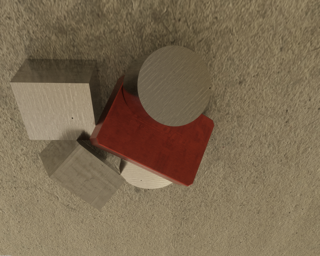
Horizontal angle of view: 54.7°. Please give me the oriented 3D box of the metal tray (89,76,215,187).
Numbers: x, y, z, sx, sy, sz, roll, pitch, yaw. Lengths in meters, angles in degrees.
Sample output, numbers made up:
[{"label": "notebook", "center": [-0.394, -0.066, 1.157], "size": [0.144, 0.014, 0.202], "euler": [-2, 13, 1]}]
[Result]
[{"label": "metal tray", "center": [-0.005, 0.004, 0.371], "size": [0.131, 0.090, 0.030], "euler": [29, 164, -22]}]

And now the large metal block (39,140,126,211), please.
[{"label": "large metal block", "center": [-0.103, 0.051, 0.406], "size": [0.050, 0.080, 0.080], "euler": [-50, 122, -7]}]

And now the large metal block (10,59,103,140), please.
[{"label": "large metal block", "center": [-0.114, -0.032, 0.361], "size": [0.081, 0.050, 0.079], "euler": [1, 130, -1]}]

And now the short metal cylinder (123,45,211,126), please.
[{"label": "short metal cylinder", "center": [0.006, -0.043, 0.330], "size": [0.081, 0.050, 0.079], "euler": [-2, 95, -23]}]

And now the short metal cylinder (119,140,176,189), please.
[{"label": "short metal cylinder", "center": [-0.013, 0.039, 0.426], "size": [0.081, 0.050, 0.079], "euler": [0, 130, 0]}]
